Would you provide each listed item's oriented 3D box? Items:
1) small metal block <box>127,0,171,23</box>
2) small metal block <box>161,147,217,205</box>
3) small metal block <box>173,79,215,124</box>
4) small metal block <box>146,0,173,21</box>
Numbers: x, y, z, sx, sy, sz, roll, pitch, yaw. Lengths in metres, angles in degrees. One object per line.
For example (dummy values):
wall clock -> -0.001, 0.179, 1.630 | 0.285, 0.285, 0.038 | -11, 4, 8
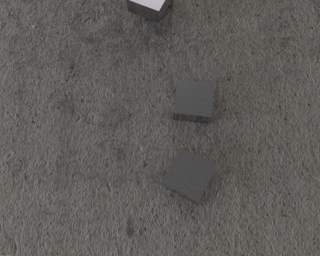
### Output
small metal block -> -0.014, -0.188, 0.450 | 0.050, 0.025, 0.050 | 23, 72, 8
small metal block -> 0.035, 0.060, 0.386 | 0.050, 0.025, 0.050 | 28, 72, 9
small metal block -> 0.045, -0.036, 0.421 | 0.050, 0.025, 0.050 | 7, 70, 2
small metal block -> -0.014, -0.204, 0.482 | 0.050, 0.025, 0.050 | -33, 73, -11
